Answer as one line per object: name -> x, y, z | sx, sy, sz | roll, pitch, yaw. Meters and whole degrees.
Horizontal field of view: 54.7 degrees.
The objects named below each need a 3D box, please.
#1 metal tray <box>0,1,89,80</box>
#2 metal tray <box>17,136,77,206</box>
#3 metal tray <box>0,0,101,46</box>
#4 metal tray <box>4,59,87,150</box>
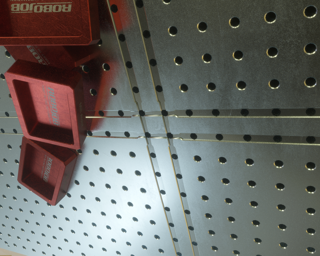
metal tray -> -0.168, -0.121, 0.419 | 0.090, 0.030, 0.130 | -28, 103, 37
metal tray -> -0.207, 0.074, 0.559 | 0.090, 0.030, 0.129 | 32, 128, 7
metal tray -> -0.140, -0.143, 0.359 | 0.131, 0.030, 0.089 | 2, 110, 9
metal tray -> -0.155, -0.028, 0.438 | 0.091, 0.030, 0.129 | 13, 138, 2
